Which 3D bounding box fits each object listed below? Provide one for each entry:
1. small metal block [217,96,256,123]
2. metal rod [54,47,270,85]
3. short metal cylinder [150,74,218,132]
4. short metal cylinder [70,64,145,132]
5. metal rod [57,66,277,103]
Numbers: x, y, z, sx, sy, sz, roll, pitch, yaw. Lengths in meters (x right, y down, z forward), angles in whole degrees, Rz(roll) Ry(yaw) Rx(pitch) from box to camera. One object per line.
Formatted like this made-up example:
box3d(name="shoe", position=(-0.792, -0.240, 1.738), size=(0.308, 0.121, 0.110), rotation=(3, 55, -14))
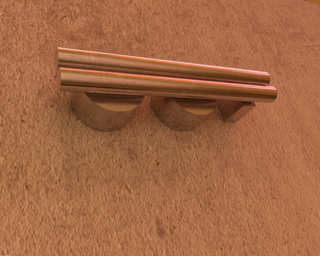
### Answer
box3d(name="small metal block", position=(0.113, -0.042, 0.477), size=(0.025, 0.050, 0.050), rotation=(-1, 62, -29))
box3d(name="metal rod", position=(0.024, -0.073, 0.397), size=(0.303, 0.025, 0.025), rotation=(0, 62, -28))
box3d(name="short metal cylinder", position=(0.033, -0.041, 0.432), size=(0.081, 0.050, 0.080), rotation=(14, 56, -21))
box3d(name="short metal cylinder", position=(-0.064, -0.042, 0.379), size=(0.081, 0.050, 0.080), rotation=(14, 56, -21))
box3d(name="metal rod", position=(0.030, -0.050, 0.387), size=(0.303, 0.025, 0.025), rotation=(0, 62, -28))
